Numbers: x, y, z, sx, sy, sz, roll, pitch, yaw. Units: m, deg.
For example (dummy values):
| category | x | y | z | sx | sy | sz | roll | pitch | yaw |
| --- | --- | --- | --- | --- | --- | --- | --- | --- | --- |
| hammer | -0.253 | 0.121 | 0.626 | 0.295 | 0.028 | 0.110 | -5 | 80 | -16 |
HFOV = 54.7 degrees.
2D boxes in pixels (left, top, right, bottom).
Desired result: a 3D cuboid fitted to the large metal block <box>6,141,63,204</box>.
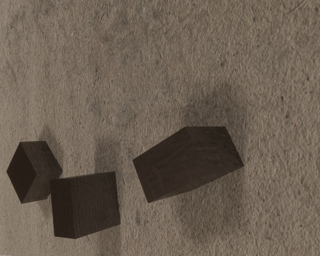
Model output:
| category | x | y | z | sx | sy | sz | roll | pitch | yaw |
| --- | --- | --- | --- | --- | --- | --- | --- | --- | --- |
| large metal block | -0.236 | 0.081 | 0.580 | 0.080 | 0.050 | 0.080 | 50 | 119 | 28 |

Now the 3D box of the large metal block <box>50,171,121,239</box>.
| category | x | y | z | sx | sy | sz | roll | pitch | yaw |
| --- | --- | --- | --- | --- | --- | --- | --- | --- | --- |
| large metal block | -0.109 | 0.110 | 0.456 | 0.050 | 0.081 | 0.080 | -11 | 83 | 39 |

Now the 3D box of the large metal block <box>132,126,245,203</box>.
| category | x | y | z | sx | sy | sz | roll | pitch | yaw |
| --- | --- | --- | --- | --- | --- | --- | --- | --- | --- |
| large metal block | 0.032 | 0.039 | 0.342 | 0.080 | 0.081 | 0.050 | -34 | 69 | 34 |
